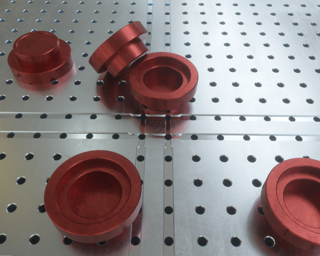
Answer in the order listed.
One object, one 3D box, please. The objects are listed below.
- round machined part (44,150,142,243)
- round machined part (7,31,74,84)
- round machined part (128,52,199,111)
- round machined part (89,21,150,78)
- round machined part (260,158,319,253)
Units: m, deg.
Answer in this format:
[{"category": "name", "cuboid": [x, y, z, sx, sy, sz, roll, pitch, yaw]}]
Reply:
[{"category": "round machined part", "cuboid": [-0.068, 0.075, 0.333, 0.099, 0.042, 0.098, 0, 50, 0]}, {"category": "round machined part", "cuboid": [-0.192, -0.118, 0.494, 0.099, 0.042, 0.098, 0, 50, 0]}, {"category": "round machined part", "cuboid": [0.004, -0.063, 0.448, 0.099, 0.042, 0.098, 1, 52, -1]}, {"category": "round machined part", "cuboid": [-0.055, -0.112, 0.466, 0.098, 0.098, 0.042, -42, 97, -30]}, {"category": "round machined part", "cuboid": [0.157, 0.083, 0.329, 0.099, 0.042, 0.098, 0, 50, 0]}]
